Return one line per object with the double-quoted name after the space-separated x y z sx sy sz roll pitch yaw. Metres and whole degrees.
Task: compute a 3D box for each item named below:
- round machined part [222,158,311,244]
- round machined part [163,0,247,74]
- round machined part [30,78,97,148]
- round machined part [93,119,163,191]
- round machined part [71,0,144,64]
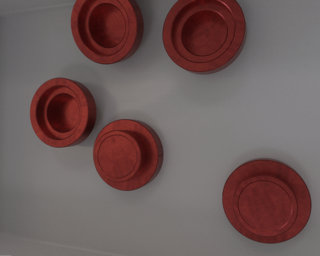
0.121 0.085 0.359 0.098 0.042 0.097 0 90 20 "round machined part"
0.056 -0.114 0.382 0.098 0.042 0.097 0 90 20 "round machined part"
-0.134 -0.022 0.449 0.098 0.042 0.097 0 90 20 "round machined part"
-0.048 0.037 0.419 0.098 0.042 0.097 0 90 20 "round machined part"
-0.066 -0.137 0.416 0.098 0.042 0.097 7 109 20 "round machined part"
